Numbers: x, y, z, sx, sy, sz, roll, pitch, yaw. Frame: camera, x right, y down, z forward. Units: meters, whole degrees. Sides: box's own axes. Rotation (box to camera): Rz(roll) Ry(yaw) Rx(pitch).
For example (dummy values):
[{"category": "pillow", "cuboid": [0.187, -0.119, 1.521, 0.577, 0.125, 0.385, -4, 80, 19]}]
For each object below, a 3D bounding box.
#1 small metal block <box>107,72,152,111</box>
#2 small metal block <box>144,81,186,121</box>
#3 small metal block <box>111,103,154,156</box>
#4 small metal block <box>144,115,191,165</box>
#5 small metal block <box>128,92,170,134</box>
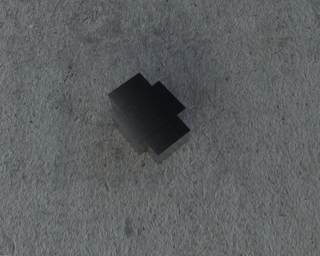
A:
[{"category": "small metal block", "cuboid": [-0.038, -0.039, 0.409, 0.050, 0.050, 0.025, -37, 75, -13]}, {"category": "small metal block", "cuboid": [0.006, -0.026, 0.405, 0.025, 0.050, 0.050, -39, 75, -13]}, {"category": "small metal block", "cuboid": [-0.033, 0.004, 0.394, 0.025, 0.050, 0.050, -38, 75, -13]}, {"category": "small metal block", "cuboid": [0.009, 0.017, 0.389, 0.050, 0.050, 0.025, -37, 75, -13]}, {"category": "small metal block", "cuboid": [-0.014, -0.011, 0.399, 0.025, 0.050, 0.050, -38, 75, -13]}]
